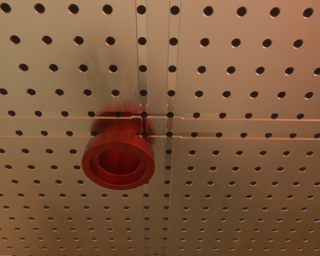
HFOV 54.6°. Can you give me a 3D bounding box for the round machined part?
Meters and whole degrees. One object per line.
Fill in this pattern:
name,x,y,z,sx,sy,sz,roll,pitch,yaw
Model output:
round machined part,-0.056,0.040,0.434,0.099,0.042,0.097,0,130,0
